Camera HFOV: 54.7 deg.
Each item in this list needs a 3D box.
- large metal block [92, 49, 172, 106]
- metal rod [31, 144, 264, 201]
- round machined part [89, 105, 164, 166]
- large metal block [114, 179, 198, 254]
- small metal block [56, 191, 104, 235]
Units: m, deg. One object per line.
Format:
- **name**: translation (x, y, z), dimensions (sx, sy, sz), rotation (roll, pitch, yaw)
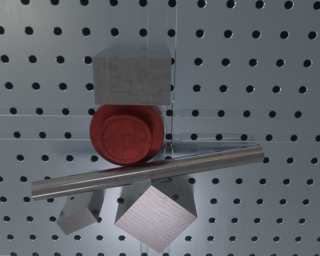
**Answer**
- **large metal block**: translation (-0.029, -0.062, 0.361), dimensions (0.081, 0.080, 0.050), rotation (1, 110, -1)
- **metal rod**: translation (-0.010, 0.057, 0.409), dimensions (0.302, 0.025, 0.025), rotation (-9, 110, -7)
- **round machined part**: translation (-0.044, 0.008, 0.407), dimensions (0.099, 0.042, 0.097), rotation (0, 110, 0)
- **large metal block**: translation (-0.006, 0.118, 0.443), dimensions (0.080, 0.050, 0.080), rotation (38, 106, -13)
- **small metal block**: translation (-0.113, 0.118, 0.443), dimensions (0.050, 0.050, 0.025), rotation (-26, 108, 9)
